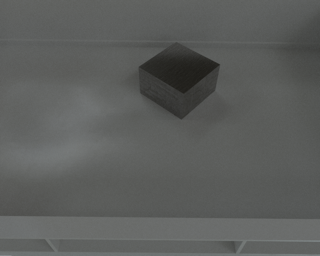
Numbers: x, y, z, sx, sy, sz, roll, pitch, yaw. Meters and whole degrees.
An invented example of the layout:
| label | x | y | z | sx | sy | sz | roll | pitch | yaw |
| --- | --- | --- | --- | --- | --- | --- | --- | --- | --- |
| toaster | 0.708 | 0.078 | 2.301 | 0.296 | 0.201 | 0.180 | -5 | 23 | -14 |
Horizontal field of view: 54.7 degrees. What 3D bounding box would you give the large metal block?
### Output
| label | x | y | z | sx | sy | sz | roll | pitch | yaw |
| --- | --- | --- | --- | --- | --- | --- | --- | --- | --- |
| large metal block | 0.027 | -0.071 | 0.449 | 0.080 | 0.050 | 0.080 | 35 | 58 | 25 |
